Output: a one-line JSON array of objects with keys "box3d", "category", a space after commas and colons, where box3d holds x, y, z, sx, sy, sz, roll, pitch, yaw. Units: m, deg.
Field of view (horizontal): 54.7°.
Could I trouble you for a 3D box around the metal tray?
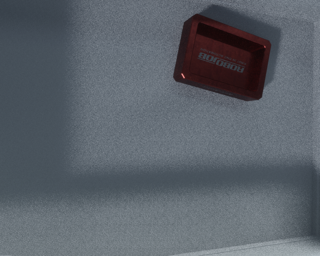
[{"box3d": [0.091, -0.097, 0.442, 0.131, 0.030, 0.090, 13, 86, -20], "category": "metal tray"}]
